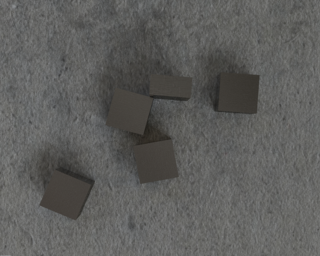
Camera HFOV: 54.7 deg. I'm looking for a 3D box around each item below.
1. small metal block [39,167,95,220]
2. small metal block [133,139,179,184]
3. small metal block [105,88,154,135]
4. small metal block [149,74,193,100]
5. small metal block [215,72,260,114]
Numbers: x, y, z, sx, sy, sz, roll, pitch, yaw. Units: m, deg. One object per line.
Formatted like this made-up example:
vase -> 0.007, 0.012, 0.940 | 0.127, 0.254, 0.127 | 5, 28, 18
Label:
small metal block -> -0.121, 0.086, 0.408 | 0.050, 0.025, 0.050 | 23, 90, -1
small metal block -> -0.005, 0.043, 0.410 | 0.050, 0.025, 0.050 | -10, 90, -1
small metal block -> -0.039, -0.021, 0.409 | 0.050, 0.025, 0.050 | 15, 90, -1
small metal block -> 0.013, -0.051, 0.398 | 0.050, 0.050, 0.025 | 5, 90, -1
small metal block -> 0.102, -0.045, 0.411 | 0.050, 0.025, 0.050 | 4, 90, -1
